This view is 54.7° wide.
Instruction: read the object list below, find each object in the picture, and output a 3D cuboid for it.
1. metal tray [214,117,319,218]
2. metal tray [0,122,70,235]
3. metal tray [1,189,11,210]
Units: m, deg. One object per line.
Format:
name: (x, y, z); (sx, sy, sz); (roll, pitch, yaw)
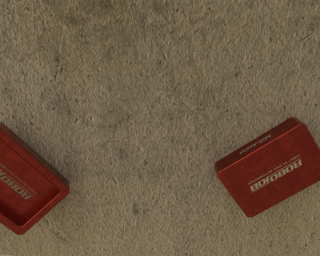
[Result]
metal tray: (0.154, 0.056, 0.429); (0.130, 0.030, 0.090); (-33, 107, 11)
metal tray: (-0.197, 0.068, 0.406); (0.090, 0.030, 0.130); (-42, 114, -6)
metal tray: (-0.282, 0.089, 0.437); (0.131, 0.030, 0.089); (-14, 110, 5)
